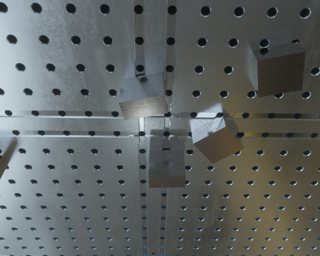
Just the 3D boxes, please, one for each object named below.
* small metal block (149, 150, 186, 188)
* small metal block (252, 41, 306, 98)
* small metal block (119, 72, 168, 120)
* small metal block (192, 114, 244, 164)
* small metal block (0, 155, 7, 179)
[{"bbox_3d":[0.010,0.058,0.445,0.050,0.050,0.025,-1,130,0],"label":"small metal block"},{"bbox_3d":[0.135,-0.067,0.357,0.050,0.025,0.050,-10,130,8],"label":"small metal block"},{"bbox_3d":[-0.018,-0.038,0.363,0.050,0.050,0.025,-9,130,7],"label":"small metal block"},{"bbox_3d":[0.079,0.016,0.427,0.050,0.025,0.050,-31,124,23],"label":"small metal block"},{"bbox_3d":[-0.258,0.064,0.446,0.050,0.050,0.025,3,130,-3],"label":"small metal block"}]
